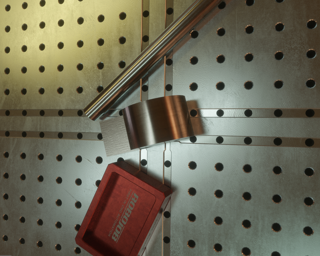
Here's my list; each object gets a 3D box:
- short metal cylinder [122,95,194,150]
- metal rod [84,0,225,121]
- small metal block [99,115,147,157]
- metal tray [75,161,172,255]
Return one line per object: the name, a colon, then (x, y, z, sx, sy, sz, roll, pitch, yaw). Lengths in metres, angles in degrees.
short metal cylinder: (-0.002, -0.006, 0.383, 0.080, 0.080, 0.050, -14, 85, 19)
metal rod: (0.009, -0.114, 0.408, 0.299, 0.025, 0.025, -41, 78, 15)
small metal block: (-0.051, 0.010, 0.430, 0.050, 0.025, 0.050, -14, 85, 19)
metal tray: (-0.052, 0.122, 0.426, 0.090, 0.030, 0.129, 28, 99, 17)
